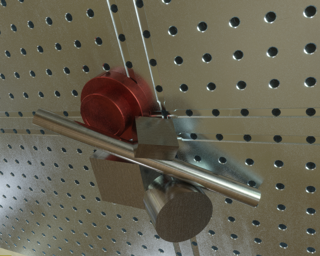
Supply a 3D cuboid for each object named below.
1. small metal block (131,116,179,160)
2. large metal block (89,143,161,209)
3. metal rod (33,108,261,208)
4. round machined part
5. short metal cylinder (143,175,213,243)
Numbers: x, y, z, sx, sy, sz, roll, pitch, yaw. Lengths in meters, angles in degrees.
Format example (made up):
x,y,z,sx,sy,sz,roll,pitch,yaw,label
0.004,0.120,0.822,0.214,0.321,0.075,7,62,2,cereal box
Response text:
x,y,z,sx,sy,sz,roll,pitch,yaw,label
-0.007,0.012,0.393,0.050,0.050,0.025,5,131,-15,small metal block
-0.047,0.067,0.457,0.080,0.050,0.079,5,121,25,large metal block
-0.016,0.038,0.400,0.301,0.025,0.025,21,127,-1,metal rod
-0.067,-0.023,0.420,0.098,0.042,0.097,13,124,20,round machined part
0.024,0.106,0.419,0.081,0.050,0.079,-9,116,-18,short metal cylinder
